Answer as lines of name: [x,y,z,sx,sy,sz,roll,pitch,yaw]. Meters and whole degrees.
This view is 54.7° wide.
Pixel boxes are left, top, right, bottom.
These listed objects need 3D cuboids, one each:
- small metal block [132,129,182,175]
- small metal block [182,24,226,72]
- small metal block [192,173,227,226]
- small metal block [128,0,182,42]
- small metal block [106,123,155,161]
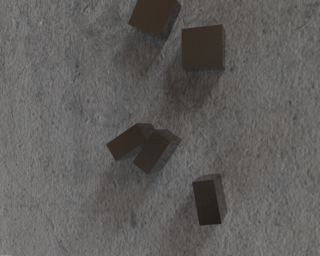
small metal block: [-0.002,0.029,0.396,0.025,0.050,0.050,36,101,16]
small metal block: [0.055,-0.099,0.389,0.050,0.025,0.050,0,90,19]
small metal block: [0.061,0.084,0.374,0.025,0.050,0.050,-11,87,19]
small metal block: [-0.007,-0.150,0.411,0.050,0.025,0.050,27,99,17]
small metal block: [-0.033,0.018,0.407,0.050,0.050,0.025,-34,79,16]
